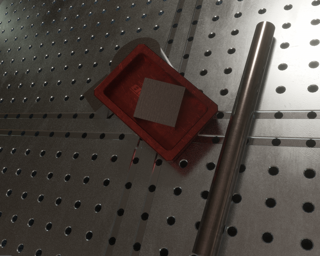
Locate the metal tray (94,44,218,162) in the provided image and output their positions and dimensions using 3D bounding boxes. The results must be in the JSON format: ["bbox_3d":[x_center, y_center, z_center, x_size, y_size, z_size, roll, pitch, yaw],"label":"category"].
[{"bbox_3d":[-0.005,-0.031,0.388,0.130,0.030,0.090,42,85,10],"label":"metal tray"}]

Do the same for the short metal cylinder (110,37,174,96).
[{"bbox_3d":[-0.025,-0.086,0.457,0.080,0.050,0.080,-13,56,20],"label":"short metal cylinder"}]

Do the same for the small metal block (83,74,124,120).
[{"bbox_3d":[-0.084,-0.048,0.480,0.050,0.025,0.050,-41,51,0],"label":"small metal block"}]

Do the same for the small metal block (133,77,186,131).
[{"bbox_3d":[0.000,-0.029,0.377,0.050,0.025,0.050,15,81,6],"label":"small metal block"}]

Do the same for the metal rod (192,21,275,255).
[{"bbox_3d":[0.093,-0.003,0.361,0.025,0.025,0.300,7,65,31],"label":"metal rod"}]
